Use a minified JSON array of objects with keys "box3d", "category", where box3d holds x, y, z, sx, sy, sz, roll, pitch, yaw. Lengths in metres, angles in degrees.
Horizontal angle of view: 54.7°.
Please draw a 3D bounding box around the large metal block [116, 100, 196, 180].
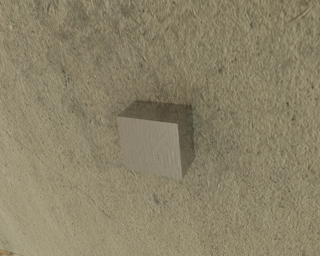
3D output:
[{"box3d":[-0.002,0.013,0.400,0.080,0.050,0.079,8,122,24],"category":"large metal block"}]
